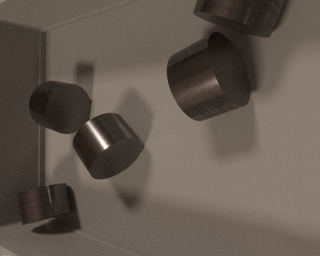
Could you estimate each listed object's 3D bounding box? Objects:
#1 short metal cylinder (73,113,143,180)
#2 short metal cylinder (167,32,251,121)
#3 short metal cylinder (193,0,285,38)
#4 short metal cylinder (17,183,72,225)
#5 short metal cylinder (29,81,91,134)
[{"bbox_3d":[-0.072,0.025,0.428,0.050,0.081,0.080,50,119,28],"label":"short metal cylinder"},{"bbox_3d":[0.053,-0.053,0.326,0.050,0.081,0.080,-21,77,38],"label":"short metal cylinder"},{"bbox_3d":[0.079,-0.126,0.305,0.080,0.081,0.050,29,108,36],"label":"short metal cylinder"},{"bbox_3d":[-0.196,0.130,0.530,0.080,0.081,0.050,-25,75,37],"label":"short metal cylinder"},{"bbox_3d":[-0.160,-0.034,0.500,0.050,0.081,0.079,14,99,39],"label":"short metal cylinder"}]
